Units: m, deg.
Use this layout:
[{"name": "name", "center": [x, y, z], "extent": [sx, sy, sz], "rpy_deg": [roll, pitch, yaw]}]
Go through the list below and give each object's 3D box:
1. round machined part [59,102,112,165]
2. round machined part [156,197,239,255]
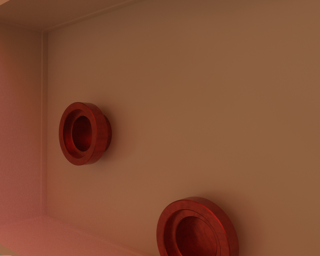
[{"name": "round machined part", "center": [-0.114, 0.009, 0.490], "extent": [0.098, 0.042, 0.097], "rpy_deg": [0, 90, 40]}, {"name": "round machined part", "center": [0.046, 0.128, 0.358], "extent": [0.098, 0.042, 0.097], "rpy_deg": [0, 90, 40]}]
